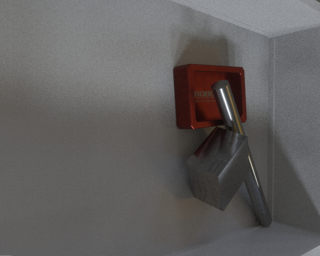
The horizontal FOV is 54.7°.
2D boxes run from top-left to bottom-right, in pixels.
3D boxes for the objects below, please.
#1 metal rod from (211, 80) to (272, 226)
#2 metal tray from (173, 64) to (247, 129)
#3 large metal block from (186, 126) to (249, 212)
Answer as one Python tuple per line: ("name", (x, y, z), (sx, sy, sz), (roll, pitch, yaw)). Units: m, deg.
("metal rod", (0.139, 0.057, 0.499), (0.025, 0.025, 0.299), (-46, 126, -30))
("metal tray", (0.080, -0.048, 0.472), (0.131, 0.030, 0.089), (-7, 94, -40))
("large metal block", (0.087, 0.058, 0.450), (0.080, 0.050, 0.080), (-46, 138, -30))
